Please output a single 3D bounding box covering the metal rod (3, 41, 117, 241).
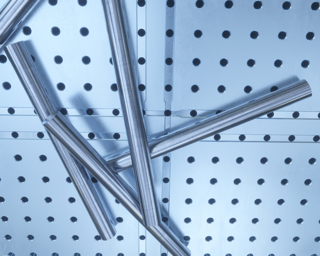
[{"bbox_3d":[-0.127,0.031,0.422,0.025,0.025,0.298,-19,109,6],"label":"metal rod"}]

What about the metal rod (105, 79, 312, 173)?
[{"bbox_3d":[0.050,0.005,0.416,0.301,0.025,0.025,-22,109,7],"label":"metal rod"}]

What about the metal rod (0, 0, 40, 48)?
[{"bbox_3d":[-0.189,-0.117,0.367,0.299,0.025,0.025,-43,105,13],"label":"metal rod"}]

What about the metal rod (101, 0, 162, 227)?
[{"bbox_3d":[-0.034,-0.016,0.387,0.025,0.025,0.298,-9,103,3],"label":"metal rod"}]

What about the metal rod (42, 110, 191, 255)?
[{"bbox_3d":[-0.045,0.095,0.426,0.025,0.025,0.300,-33,115,11],"label":"metal rod"}]
